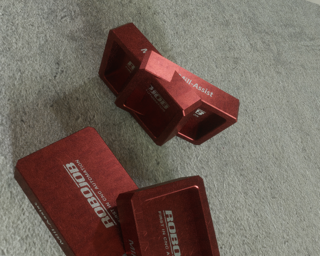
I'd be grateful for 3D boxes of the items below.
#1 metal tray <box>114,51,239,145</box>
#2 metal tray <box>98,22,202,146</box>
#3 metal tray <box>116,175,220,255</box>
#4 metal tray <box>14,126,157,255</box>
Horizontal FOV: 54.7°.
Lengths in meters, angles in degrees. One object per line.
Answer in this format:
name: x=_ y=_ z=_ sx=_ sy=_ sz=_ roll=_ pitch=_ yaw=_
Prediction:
metal tray: x=0.020 y=-0.031 z=0.385 sx=0.131 sy=0.090 sz=0.030 roll=26 pitch=57 yaw=-16
metal tray: x=-0.018 y=-0.050 z=0.377 sx=0.030 sy=0.090 sz=0.130 roll=-34 pitch=79 yaw=-32
metal tray: x=0.014 y=0.119 z=0.305 sx=0.091 sy=0.030 sz=0.129 roll=-7 pitch=82 yaw=-38
metal tray: x=-0.073 y=0.071 z=0.317 sx=0.091 sy=0.030 sz=0.130 roll=-31 pitch=79 yaw=-38
